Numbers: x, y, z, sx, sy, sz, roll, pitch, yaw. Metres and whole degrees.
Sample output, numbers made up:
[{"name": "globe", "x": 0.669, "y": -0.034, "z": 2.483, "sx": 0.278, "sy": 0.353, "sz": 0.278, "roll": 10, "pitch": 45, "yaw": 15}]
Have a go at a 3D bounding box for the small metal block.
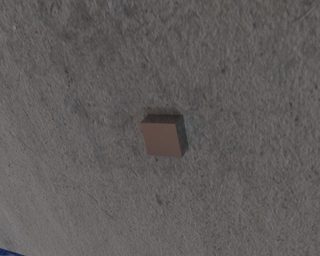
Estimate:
[{"name": "small metal block", "x": 0.006, "y": 0.010, "z": 0.410, "sx": 0.050, "sy": 0.025, "sz": 0.050, "roll": 2, "pitch": 120, "yaw": 27}]
